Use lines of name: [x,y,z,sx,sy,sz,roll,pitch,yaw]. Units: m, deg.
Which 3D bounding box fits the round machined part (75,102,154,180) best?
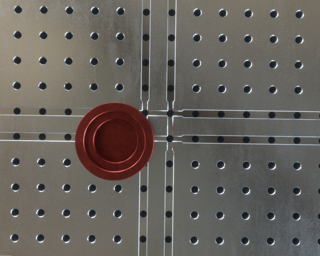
round machined part: [-0.056,0.016,0.405,0.099,0.042,0.097,0,90,0]
